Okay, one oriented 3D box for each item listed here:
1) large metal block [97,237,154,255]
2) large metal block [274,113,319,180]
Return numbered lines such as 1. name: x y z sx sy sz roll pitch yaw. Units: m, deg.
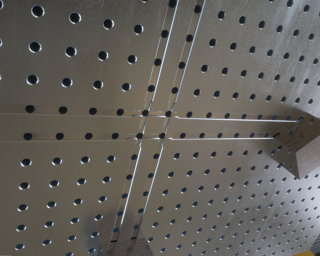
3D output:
1. large metal block: -0.051 0.227 0.490 0.081 0.080 0.050 3 117 -30
2. large metal block: 0.263 0.034 0.564 0.080 0.050 0.080 -34 129 -7
